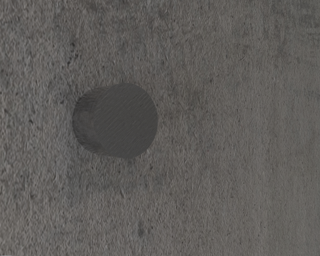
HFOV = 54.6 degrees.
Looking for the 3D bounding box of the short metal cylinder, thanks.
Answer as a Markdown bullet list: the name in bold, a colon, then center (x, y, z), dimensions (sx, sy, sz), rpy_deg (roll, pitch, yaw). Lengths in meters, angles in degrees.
- **short metal cylinder**: center (-0.049, -0.008, 0.346), dimensions (0.081, 0.050, 0.080), rpy_deg (0, 90, -40)
